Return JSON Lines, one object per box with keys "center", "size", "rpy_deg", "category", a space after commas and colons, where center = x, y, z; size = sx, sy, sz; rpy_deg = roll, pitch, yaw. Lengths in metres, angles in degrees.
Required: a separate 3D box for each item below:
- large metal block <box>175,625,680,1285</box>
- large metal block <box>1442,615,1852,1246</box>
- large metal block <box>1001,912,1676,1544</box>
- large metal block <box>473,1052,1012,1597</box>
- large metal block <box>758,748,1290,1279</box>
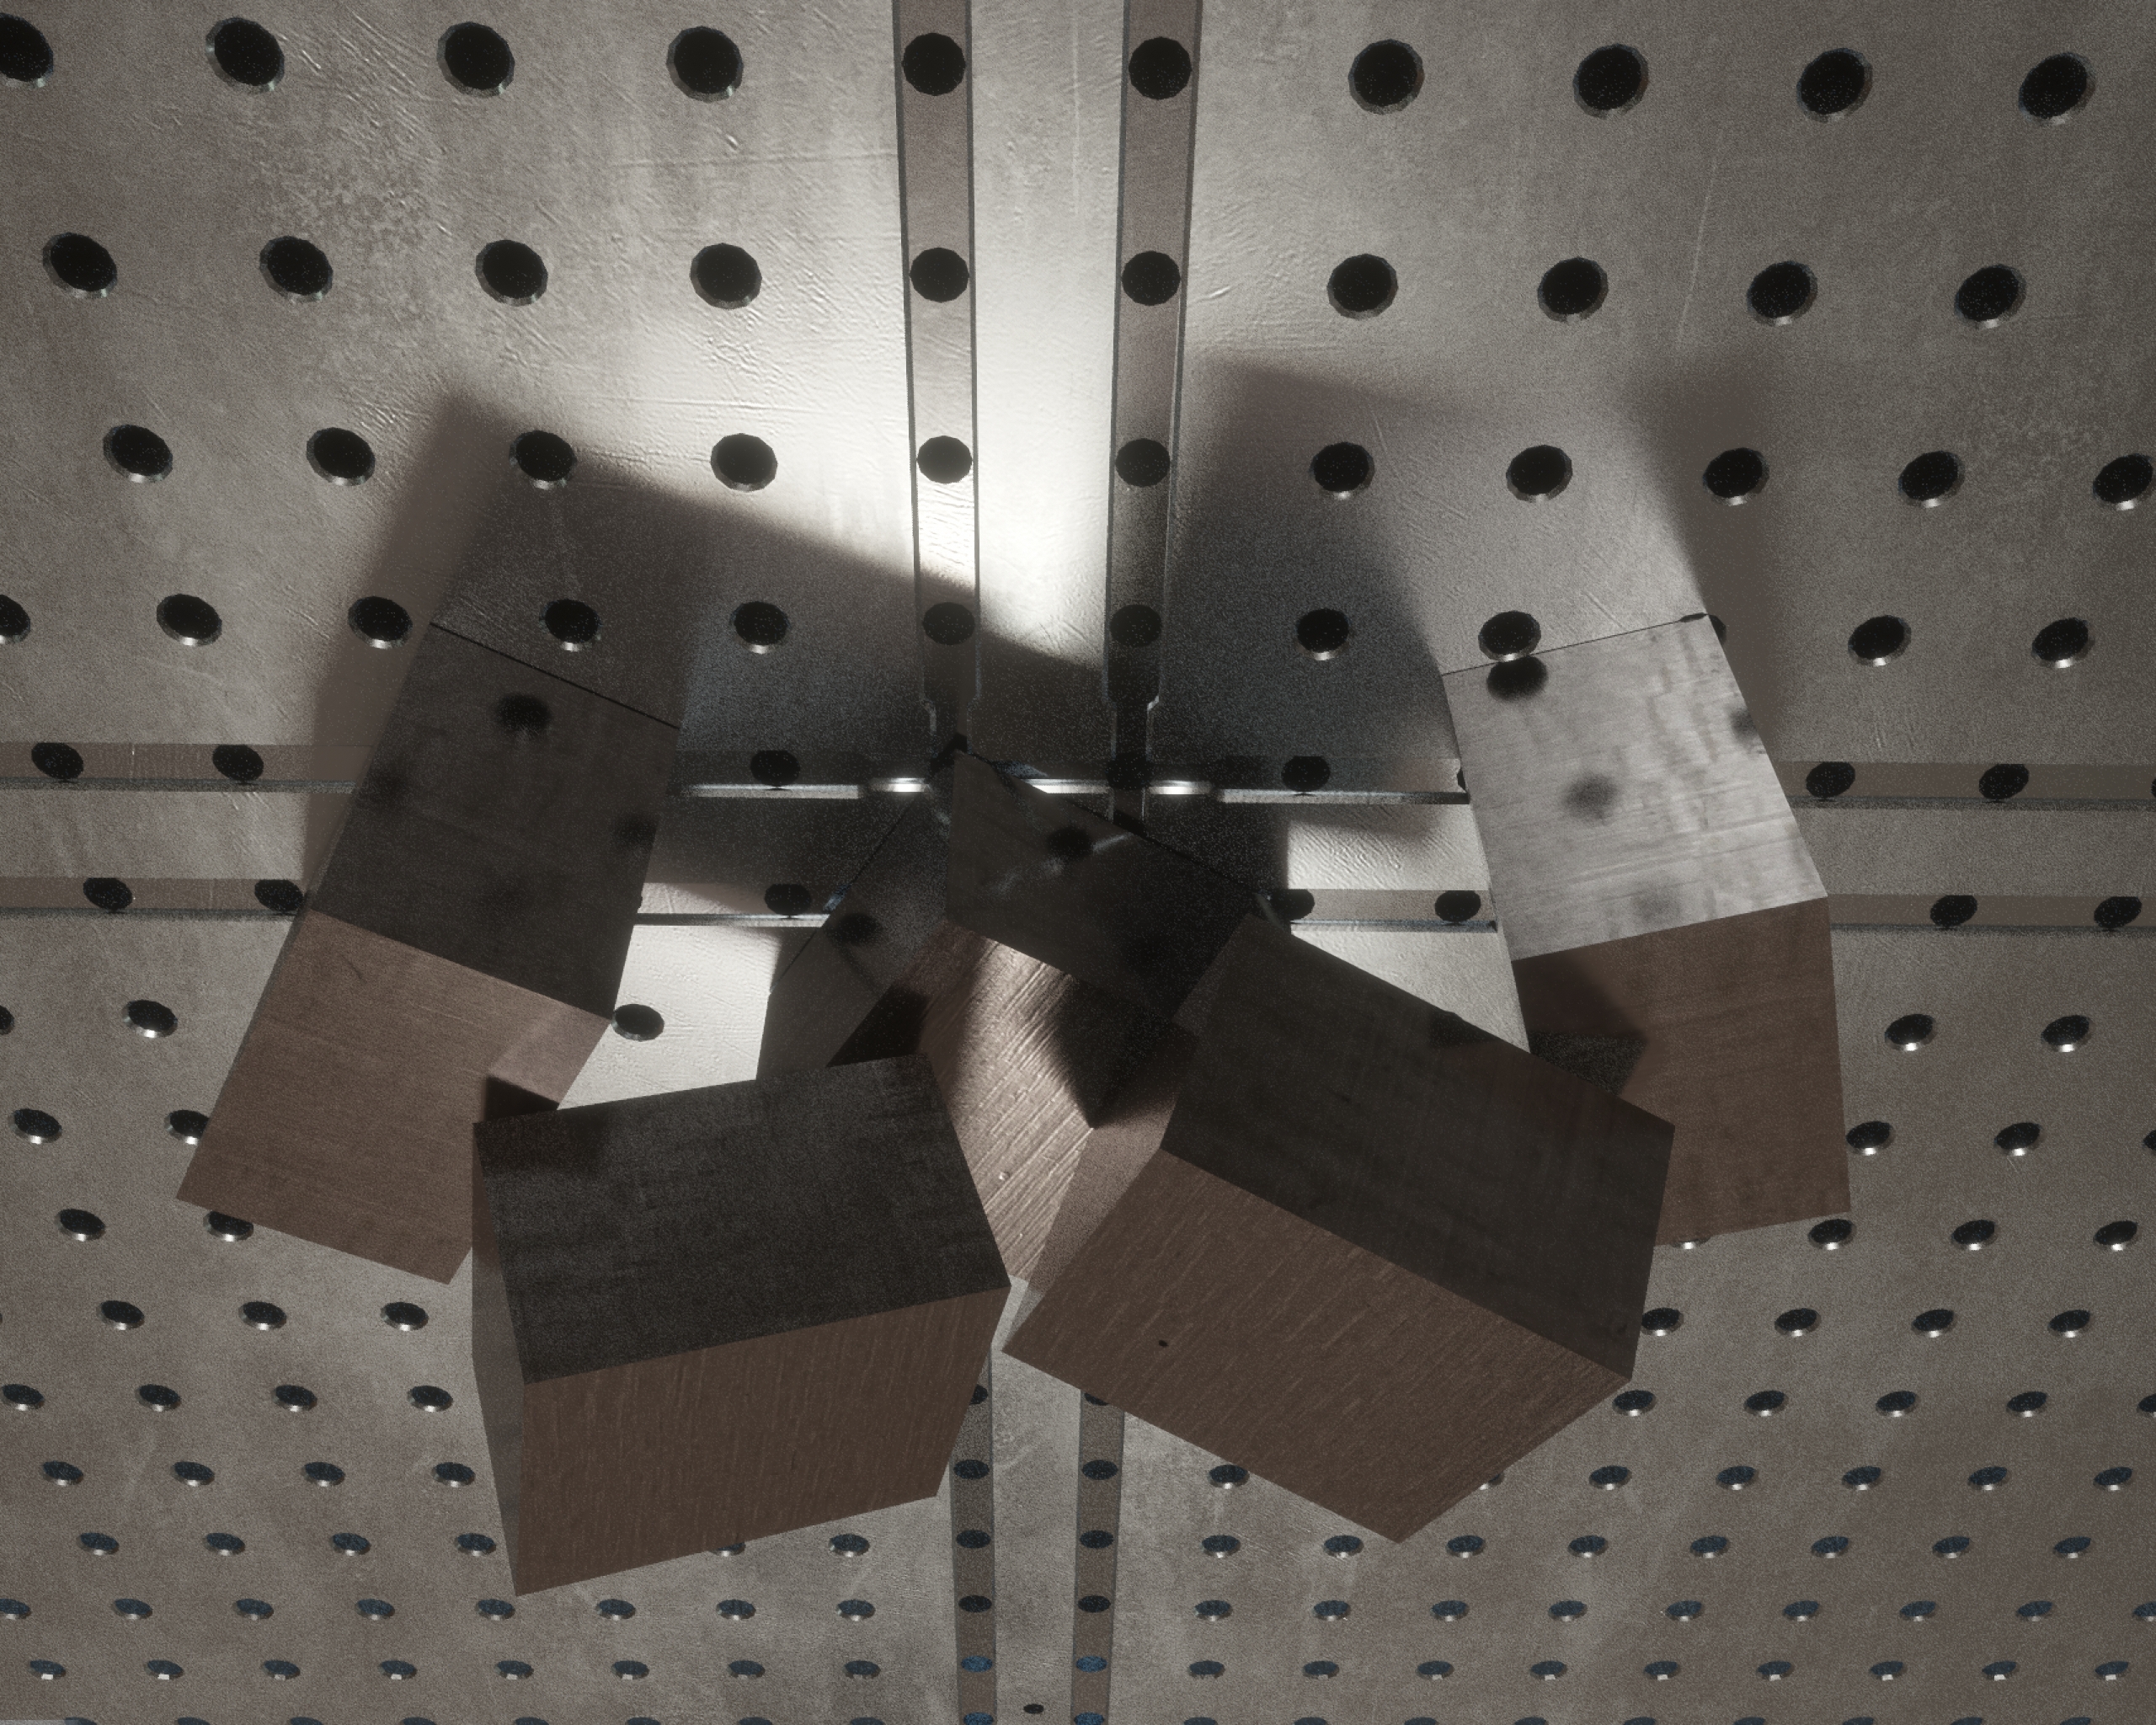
{"center": [-0.119, 0.017, 0.388], "size": [0.050, 0.080, 0.080], "rpy_deg": [24, 126, -19], "category": "large metal block"}
{"center": [0.105, 0.014, 0.389], "size": [0.050, 0.080, 0.080], "rpy_deg": [-13, 129, 10], "category": "large metal block"}
{"center": [0.043, 0.066, 0.361], "size": [0.080, 0.050, 0.080], "rpy_deg": [27, 140, -3], "category": "large metal block"}
{"center": [-0.065, 0.084, 0.380], "size": [0.081, 0.050, 0.079], "rpy_deg": [-7, 141, -22], "category": "large metal block"}
{"center": [-0.011, 0.035, 0.424], "size": [0.080, 0.050, 0.080], "rpy_deg": [26, 125, -21], "category": "large metal block"}
